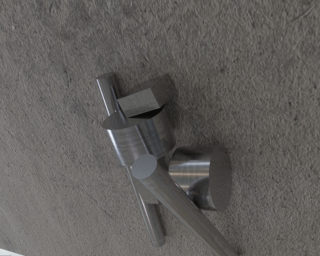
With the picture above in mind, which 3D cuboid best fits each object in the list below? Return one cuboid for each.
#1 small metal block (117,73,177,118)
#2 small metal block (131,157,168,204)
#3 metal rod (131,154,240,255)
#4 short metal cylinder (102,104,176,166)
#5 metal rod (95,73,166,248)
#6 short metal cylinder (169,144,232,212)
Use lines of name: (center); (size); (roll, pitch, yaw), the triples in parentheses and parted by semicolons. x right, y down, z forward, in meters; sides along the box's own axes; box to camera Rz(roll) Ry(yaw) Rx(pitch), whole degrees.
small metal block: (-0.015, -0.040, 0.374); (0.050, 0.050, 0.025); (-15, 111, 34)
small metal block: (-0.010, 0.071, 0.440); (0.025, 0.050, 0.050); (-6, 116, 31)
metal rod: (0.051, 0.120, 0.373); (0.025, 0.025, 0.300); (-3, 143, 30)
short metal cylinder: (-0.025, 0.005, 0.387); (0.080, 0.080, 0.050); (-5, 116, 30)
metal rod: (-0.037, 0.063, 0.465); (0.025, 0.025, 0.298); (-1, 118, 28)
short metal cylinder: (0.052, 0.061, 0.382); (0.050, 0.080, 0.080); (-5, 116, 30)
